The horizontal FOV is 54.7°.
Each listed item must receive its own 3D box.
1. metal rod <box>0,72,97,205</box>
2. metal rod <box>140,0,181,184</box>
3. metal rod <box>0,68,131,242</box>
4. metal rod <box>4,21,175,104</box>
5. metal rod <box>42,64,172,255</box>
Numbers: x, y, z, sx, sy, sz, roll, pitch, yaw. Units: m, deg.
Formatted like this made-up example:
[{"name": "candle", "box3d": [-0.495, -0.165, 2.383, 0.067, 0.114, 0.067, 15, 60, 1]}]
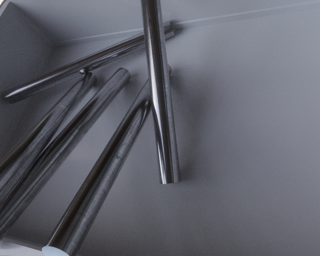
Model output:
[{"name": "metal rod", "box3d": [-0.132, -0.011, 0.387, 0.025, 0.025, 0.301, -20, 24, 16]}, {"name": "metal rod", "box3d": [-0.004, -0.083, 0.380, 0.025, 0.025, 0.298, -9, 82, 23]}, {"name": "metal rod", "box3d": [-0.106, 0.007, 0.378, 0.025, 0.025, 0.301, -4, 36, 26]}, {"name": "metal rod", "box3d": [-0.120, -0.106, 0.513, 0.301, 0.025, 0.025, -21, 54, 8]}, {"name": "metal rod", "box3d": [-0.036, 0.005, 0.345, 0.025, 0.025, 0.301, -7, 35, 24]}]
